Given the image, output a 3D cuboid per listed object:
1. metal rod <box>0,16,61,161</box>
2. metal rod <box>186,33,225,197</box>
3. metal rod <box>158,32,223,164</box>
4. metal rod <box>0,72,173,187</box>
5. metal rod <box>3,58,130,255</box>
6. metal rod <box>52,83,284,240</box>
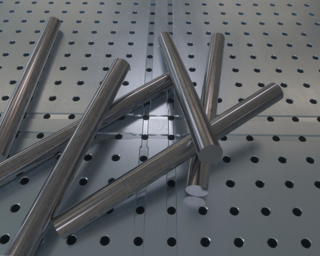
[{"bbox_3d":[-0.197,-0.079,0.472,0.025,0.025,0.300,1,50,1],"label":"metal rod"},{"bbox_3d":[0.071,-0.042,0.443,0.025,0.025,0.300,9,50,7],"label":"metal rod"},{"bbox_3d":[0.029,-0.065,0.422,0.025,0.025,0.300,-6,38,-5],"label":"metal rod"},{"bbox_3d":[-0.101,0.000,0.407,0.302,0.025,0.025,-32,57,-24],"label":"metal rod"},{"bbox_3d":[-0.100,0.031,0.358,0.025,0.025,0.300,14,58,12],"label":"metal rod"},{"bbox_3d":[0.021,0.029,0.356,0.301,0.025,0.025,-31,56,-14],"label":"metal rod"}]
